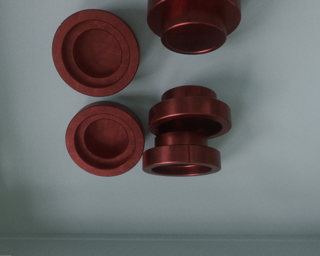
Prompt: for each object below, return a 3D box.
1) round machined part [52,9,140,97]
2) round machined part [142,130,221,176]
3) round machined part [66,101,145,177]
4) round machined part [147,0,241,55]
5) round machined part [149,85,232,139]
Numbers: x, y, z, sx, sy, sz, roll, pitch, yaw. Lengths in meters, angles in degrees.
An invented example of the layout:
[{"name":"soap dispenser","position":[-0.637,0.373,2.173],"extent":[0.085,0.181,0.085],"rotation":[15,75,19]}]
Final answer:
[{"name":"round machined part","position":[-0.072,-0.089,0.368],"extent":[0.099,0.042,0.097],"rotation":[0,110,0]},{"name":"round machined part","position":[0.027,0.033,0.395],"extent":[0.099,0.098,0.042],"rotation":[0,72,0]},{"name":"round machined part","position":[-0.068,0.011,0.406],"extent":[0.099,0.042,0.097],"rotation":[0,110,0]},{"name":"round machined part","position":[0.035,-0.111,0.328],"extent":[0.099,0.098,0.042],"rotation":[2,77,-1]},{"name":"round machined part","position":[0.036,-0.018,0.377],"extent":[0.099,0.098,0.042],"rotation":[0,70,0]}]
